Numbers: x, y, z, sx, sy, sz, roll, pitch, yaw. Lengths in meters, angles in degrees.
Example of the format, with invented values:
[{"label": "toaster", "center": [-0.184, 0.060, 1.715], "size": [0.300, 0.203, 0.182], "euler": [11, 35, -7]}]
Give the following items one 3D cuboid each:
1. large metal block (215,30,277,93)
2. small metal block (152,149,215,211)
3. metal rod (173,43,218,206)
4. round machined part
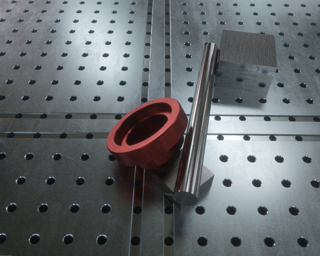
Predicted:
[{"label": "large metal block", "center": [0.132, -0.105, 0.481], "size": [0.080, 0.050, 0.080], "euler": [8, 51, 6]}, {"label": "small metal block", "center": [0.026, 0.058, 0.359], "size": [0.050, 0.025, 0.050], "euler": [-33, 58, -25]}, {"label": "metal rod", "center": [0.056, -0.031, 0.413], "size": [0.025, 0.025, 0.300], "euler": [9, 44, 7]}, {"label": "round machined part", "center": [-0.011, 0.010, 0.369], "size": [0.098, 0.042, 0.098], "euler": [-24, 30, 15]}]
